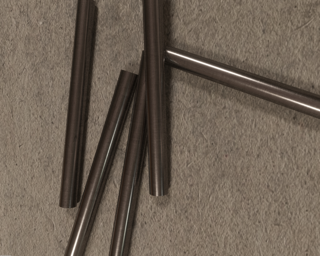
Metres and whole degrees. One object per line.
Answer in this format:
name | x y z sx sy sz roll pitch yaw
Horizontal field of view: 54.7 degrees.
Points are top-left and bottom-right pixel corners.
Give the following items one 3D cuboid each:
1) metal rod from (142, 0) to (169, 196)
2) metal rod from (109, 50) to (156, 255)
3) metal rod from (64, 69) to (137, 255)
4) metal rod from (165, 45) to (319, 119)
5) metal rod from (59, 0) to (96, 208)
metal rod | -0.006 -0.062 0.390 0.025 0.025 0.298 1 98 19
metal rod | -0.036 0.046 0.420 0.025 0.025 0.298 11 94 19
metal rod | -0.087 0.065 0.438 0.025 0.025 0.298 20 96 18
metal rod | 0.140 -0.040 0.359 0.301 0.025 0.025 23 98 18
metal rod | -0.120 -0.034 0.449 0.025 0.025 0.298 6 92 19
